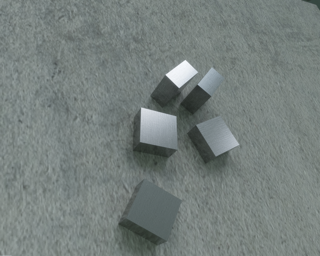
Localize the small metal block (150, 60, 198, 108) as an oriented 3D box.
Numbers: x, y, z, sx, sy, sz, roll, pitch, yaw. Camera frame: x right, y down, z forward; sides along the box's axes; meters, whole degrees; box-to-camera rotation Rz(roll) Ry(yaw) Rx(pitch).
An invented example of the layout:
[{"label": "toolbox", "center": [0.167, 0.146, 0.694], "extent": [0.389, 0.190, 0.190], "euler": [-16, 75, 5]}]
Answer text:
[{"label": "small metal block", "center": [0.020, -0.062, 0.438], "extent": [0.025, 0.050, 0.050], "euler": [45, 51, 2]}]

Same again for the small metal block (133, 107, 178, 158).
[{"label": "small metal block", "center": [-0.006, 0.006, 0.398], "extent": [0.050, 0.025, 0.050], "euler": [13, 56, -21]}]

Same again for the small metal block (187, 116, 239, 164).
[{"label": "small metal block", "center": [0.075, 0.016, 0.437], "extent": [0.050, 0.025, 0.050], "euler": [-20, 73, -36]}]

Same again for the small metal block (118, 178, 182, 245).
[{"label": "small metal block", "center": [-0.010, 0.093, 0.343], "extent": [0.050, 0.025, 0.050], "euler": [32, 51, -8]}]

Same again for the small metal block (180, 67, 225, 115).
[{"label": "small metal block", "center": [0.063, -0.054, 0.457], "extent": [0.025, 0.050, 0.050], "euler": [41, 51, -1]}]
